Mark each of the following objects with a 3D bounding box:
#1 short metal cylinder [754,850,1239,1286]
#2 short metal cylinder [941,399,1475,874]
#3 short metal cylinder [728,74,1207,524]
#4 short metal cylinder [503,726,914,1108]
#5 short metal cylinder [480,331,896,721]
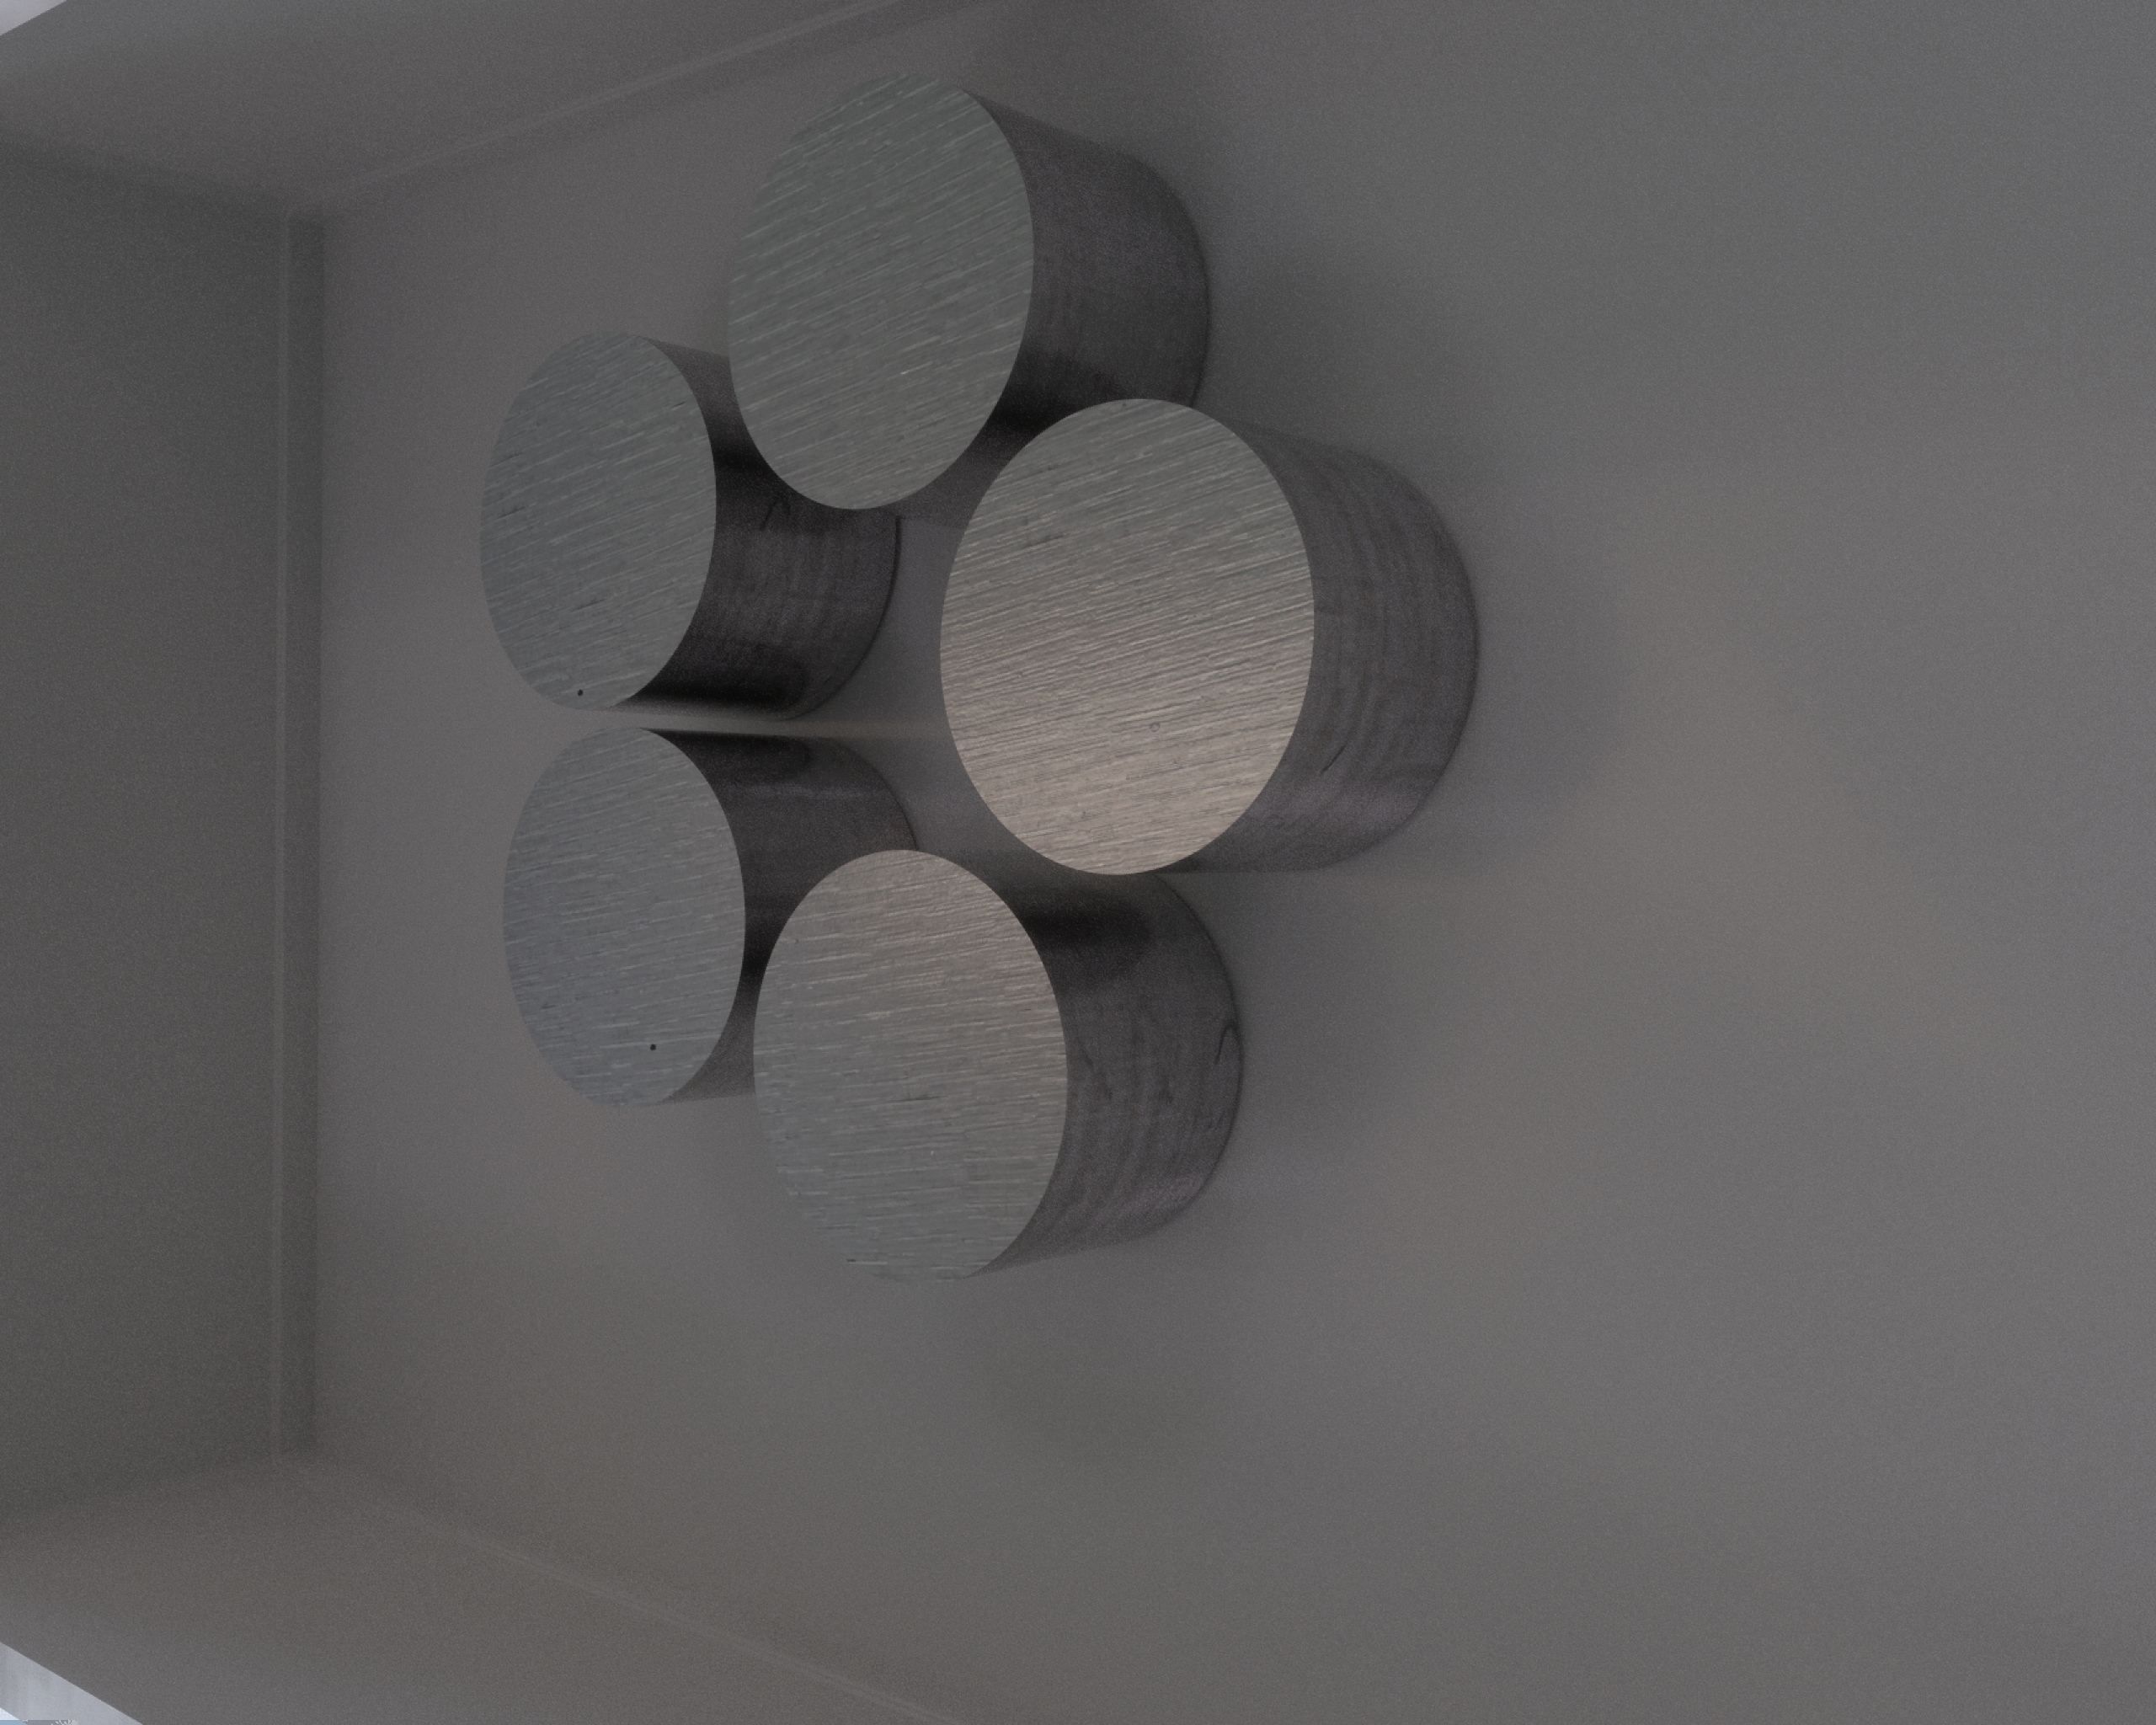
[{"bbox_3d":[-0.016,0.037,0.402,0.080,0.050,0.080,0,90,40],"label":"short metal cylinder"},{"bbox_3d":[0.022,-0.038,0.370,0.080,0.050,0.080,0,90,40],"label":"short metal cylinder"},{"bbox_3d":[-0.022,-0.106,0.406,0.080,0.050,0.080,0,90,40],"label":"short metal cylinder"},{"bbox_3d":[-0.080,0.011,0.454,0.080,0.050,0.080,0,90,40],"label":"short metal cylinder"},{"bbox_3d":[-0.087,-0.072,0.460,0.080,0.050,0.080,0,90,40],"label":"short metal cylinder"}]
